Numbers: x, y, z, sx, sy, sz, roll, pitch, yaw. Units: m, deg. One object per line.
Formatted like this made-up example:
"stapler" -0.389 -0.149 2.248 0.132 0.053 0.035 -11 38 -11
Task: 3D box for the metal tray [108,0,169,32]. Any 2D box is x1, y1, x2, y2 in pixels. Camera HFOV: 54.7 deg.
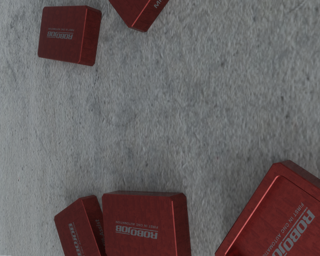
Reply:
"metal tray" -0.015 -0.207 0.412 0.129 0.030 0.090 -47 62 29

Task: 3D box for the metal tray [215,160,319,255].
"metal tray" 0.122 0.108 0.300 0.090 0.030 0.129 38 113 33

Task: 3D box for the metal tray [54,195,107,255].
"metal tray" -0.118 0.185 0.497 0.090 0.030 0.130 -38 67 33

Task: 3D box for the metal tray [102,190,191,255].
"metal tray" -0.023 0.133 0.418 0.130 0.030 0.089 -8 85 39

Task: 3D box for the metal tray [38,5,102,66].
"metal tray" -0.158 -0.158 0.529 0.130 0.030 0.089 17 100 38
